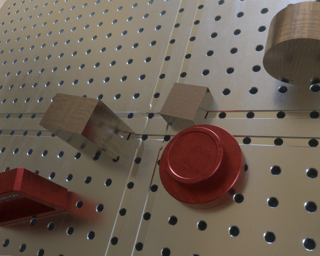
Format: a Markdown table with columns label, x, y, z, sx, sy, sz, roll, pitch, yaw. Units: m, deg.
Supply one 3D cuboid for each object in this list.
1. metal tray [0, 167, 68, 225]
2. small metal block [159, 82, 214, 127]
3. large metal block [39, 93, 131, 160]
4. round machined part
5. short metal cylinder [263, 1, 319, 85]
| label | x | y | z | sx | sy | sz | roll | pitch | yaw |
| --- | --- | --- | --- | --- | --- | --- | --- | --- | --- |
| metal tray | -0.204 | 0.096 | 0.414 | 0.130 | 0.090 | 0.030 | -16 | 55 | 19 |
| small metal block | 0.035 | -0.030 | 0.408 | 0.050 | 0.025 | 0.050 | 14 | 69 | 33 |
| large metal block | -0.101 | -0.002 | 0.427 | 0.080 | 0.080 | 0.050 | 10 | 67 | 32 |
| round machined part | 0.043 | 0.038 | 0.352 | 0.098 | 0.042 | 0.098 | -13 | 56 | 21 |
| short metal cylinder | 0.160 | -0.091 | 0.345 | 0.080 | 0.080 | 0.050 | 4 | 64 | 30 |
